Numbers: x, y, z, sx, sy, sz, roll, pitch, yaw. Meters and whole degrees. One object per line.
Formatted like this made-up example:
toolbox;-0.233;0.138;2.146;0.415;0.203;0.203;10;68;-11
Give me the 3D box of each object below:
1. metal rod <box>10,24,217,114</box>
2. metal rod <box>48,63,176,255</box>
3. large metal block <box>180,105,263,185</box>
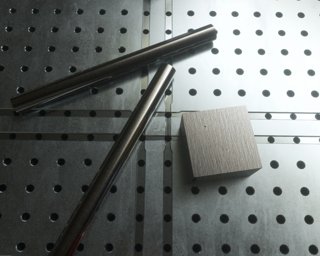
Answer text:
metal rod;-0.059;-0.087;0.442;0.302;0.025;0.025;-22;72;-9
metal rod;-0.056;0.041;0.396;0.025;0.025;0.300;26;72;9
large metal block;0.073;0.022;0.391;0.081;0.050;0.080;-8;70;-3
